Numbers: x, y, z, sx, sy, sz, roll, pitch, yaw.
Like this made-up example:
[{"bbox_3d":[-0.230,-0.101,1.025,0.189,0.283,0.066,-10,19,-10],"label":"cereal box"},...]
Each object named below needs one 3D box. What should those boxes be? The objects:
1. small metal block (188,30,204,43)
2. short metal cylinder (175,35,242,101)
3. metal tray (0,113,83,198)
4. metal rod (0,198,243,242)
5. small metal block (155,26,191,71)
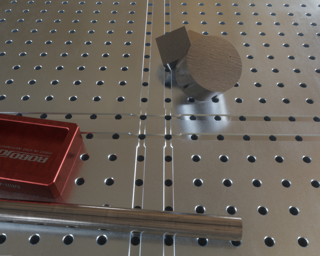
[{"bbox_3d":[0.056,-0.136,0.522,0.050,0.025,0.050,30,56,22],"label":"small metal block"},{"bbox_3d":[0.068,-0.083,0.439,0.081,0.050,0.080,3,79,-15],"label":"short metal cylinder"},{"bbox_3d":[-0.172,0.029,0.377,0.131,0.030,0.090,7,50,6],"label":"metal tray"},{"bbox_3d":[-0.068,0.094,0.327,0.302,0.025,0.025,4,50,2],"label":"metal rod"},{"bbox_3d":[0.026,-0.125,0.491,0.050,0.025,0.050,-20,73,14],"label":"small metal block"}]
